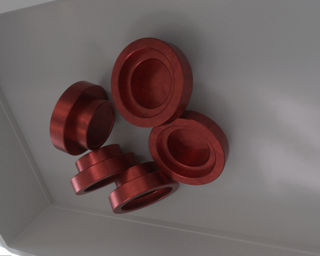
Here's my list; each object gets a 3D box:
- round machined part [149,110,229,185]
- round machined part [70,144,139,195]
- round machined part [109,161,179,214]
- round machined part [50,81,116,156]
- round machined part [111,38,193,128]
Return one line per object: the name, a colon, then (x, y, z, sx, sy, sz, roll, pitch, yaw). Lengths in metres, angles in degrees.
round machined part: (0.039, 0.020, 0.390, 0.098, 0.042, 0.097, 13, 124, 21)
round machined part: (-0.081, 0.056, 0.445, 0.098, 0.099, 0.042, -36, 75, 38)
round machined part: (-0.025, 0.081, 0.436, 0.098, 0.099, 0.042, -44, 60, 39)
round machined part: (-0.094, -0.009, 0.405, 0.042, 0.098, 0.097, 20, 126, 17)
round machined part: (-0.006, -0.050, 0.354, 0.098, 0.042, 0.097, 3, 96, 33)
